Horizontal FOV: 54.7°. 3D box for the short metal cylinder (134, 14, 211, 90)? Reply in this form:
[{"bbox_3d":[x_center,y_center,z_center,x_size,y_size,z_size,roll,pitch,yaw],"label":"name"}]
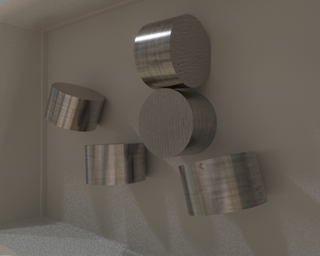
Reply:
[{"bbox_3d":[0.016,-0.085,0.358,0.050,0.081,0.079,1,91,40],"label":"short metal cylinder"}]

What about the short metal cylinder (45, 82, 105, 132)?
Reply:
[{"bbox_3d":[-0.132,-0.033,0.480,0.080,0.081,0.050,30,109,36],"label":"short metal cylinder"}]

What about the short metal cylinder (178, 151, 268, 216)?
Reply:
[{"bbox_3d":[0.064,0.056,0.319,0.080,0.081,0.050,-19,78,38],"label":"short metal cylinder"}]

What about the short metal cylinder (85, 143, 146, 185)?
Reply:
[{"bbox_3d":[-0.060,0.046,0.421,0.080,0.081,0.050,-4,88,40],"label":"short metal cylinder"}]

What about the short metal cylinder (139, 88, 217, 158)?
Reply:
[{"bbox_3d":[0.021,-0.006,0.373,0.080,0.050,0.080,0,90,40],"label":"short metal cylinder"}]
